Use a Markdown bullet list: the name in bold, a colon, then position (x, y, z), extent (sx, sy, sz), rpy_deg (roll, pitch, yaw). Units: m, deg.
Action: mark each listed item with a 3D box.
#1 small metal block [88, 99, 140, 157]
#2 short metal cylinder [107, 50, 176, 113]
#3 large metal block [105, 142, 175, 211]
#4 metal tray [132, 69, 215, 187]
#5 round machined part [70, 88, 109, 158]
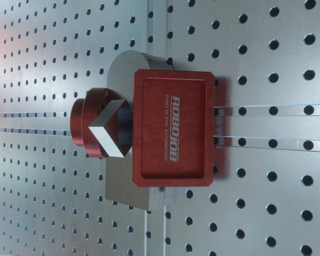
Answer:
- **small metal block**: position (-0.052, 0.000, 0.381), extent (0.025, 0.050, 0.050), rpy_deg (0, 132, 37)
- **short metal cylinder**: position (-0.025, -0.059, 0.413), extent (0.080, 0.050, 0.080), rpy_deg (0, 90, 40)
- **large metal block**: position (-0.027, 0.058, 0.415), extent (0.080, 0.050, 0.079), rpy_deg (3, 92, 40)
- **metal tray**: position (0.014, 0.001, 0.357), extent (0.030, 0.091, 0.129), rpy_deg (-174, 85, -83)
- **round machined part**: position (-0.093, -0.007, 0.433), extent (0.042, 0.098, 0.097), rpy_deg (1, 91, 7)
